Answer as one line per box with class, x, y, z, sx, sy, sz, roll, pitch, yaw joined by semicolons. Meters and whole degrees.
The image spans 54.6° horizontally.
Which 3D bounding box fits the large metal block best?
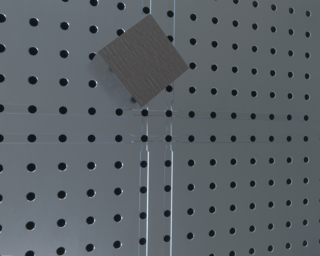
large metal block;-0.025;-0.080;0.390;0.080;0.050;0.080;-41;103;-15
